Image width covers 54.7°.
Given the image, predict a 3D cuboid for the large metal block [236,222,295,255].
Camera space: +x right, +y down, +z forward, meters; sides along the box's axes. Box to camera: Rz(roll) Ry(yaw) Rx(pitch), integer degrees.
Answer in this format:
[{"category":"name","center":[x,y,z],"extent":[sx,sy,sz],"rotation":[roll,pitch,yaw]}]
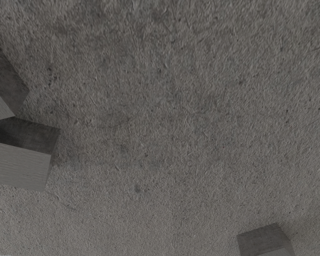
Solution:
[{"category":"large metal block","center":[0.205,0.233,0.592],"extent":[0.080,0.050,0.080],"rotation":[-27,125,21]}]

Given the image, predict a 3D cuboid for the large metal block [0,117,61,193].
[{"category":"large metal block","center":[-0.187,0.035,0.419],"extent":[0.081,0.050,0.079],"rotation":[16,128,-13]}]

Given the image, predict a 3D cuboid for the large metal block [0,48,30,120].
[{"category":"large metal block","center":[-0.211,-0.050,0.346],"extent":[0.080,0.050,0.080],"rotation":[-13,129,10]}]
